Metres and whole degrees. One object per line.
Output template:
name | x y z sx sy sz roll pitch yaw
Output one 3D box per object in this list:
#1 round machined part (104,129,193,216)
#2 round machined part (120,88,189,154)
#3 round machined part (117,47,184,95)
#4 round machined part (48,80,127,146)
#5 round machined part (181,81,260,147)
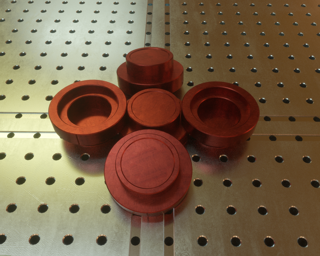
round machined part | -0.013 0.045 0.344 0.099 0.042 0.098 0 65 0
round machined part | -0.008 -0.015 0.407 0.099 0.042 0.098 0 50 0
round machined part | -0.014 -0.087 0.455 0.099 0.042 0.098 -1 36 1
round machined part | -0.091 -0.016 0.408 0.099 0.042 0.098 0 50 0
round machined part | 0.077 -0.014 0.408 0.099 0.042 0.098 0 50 0
